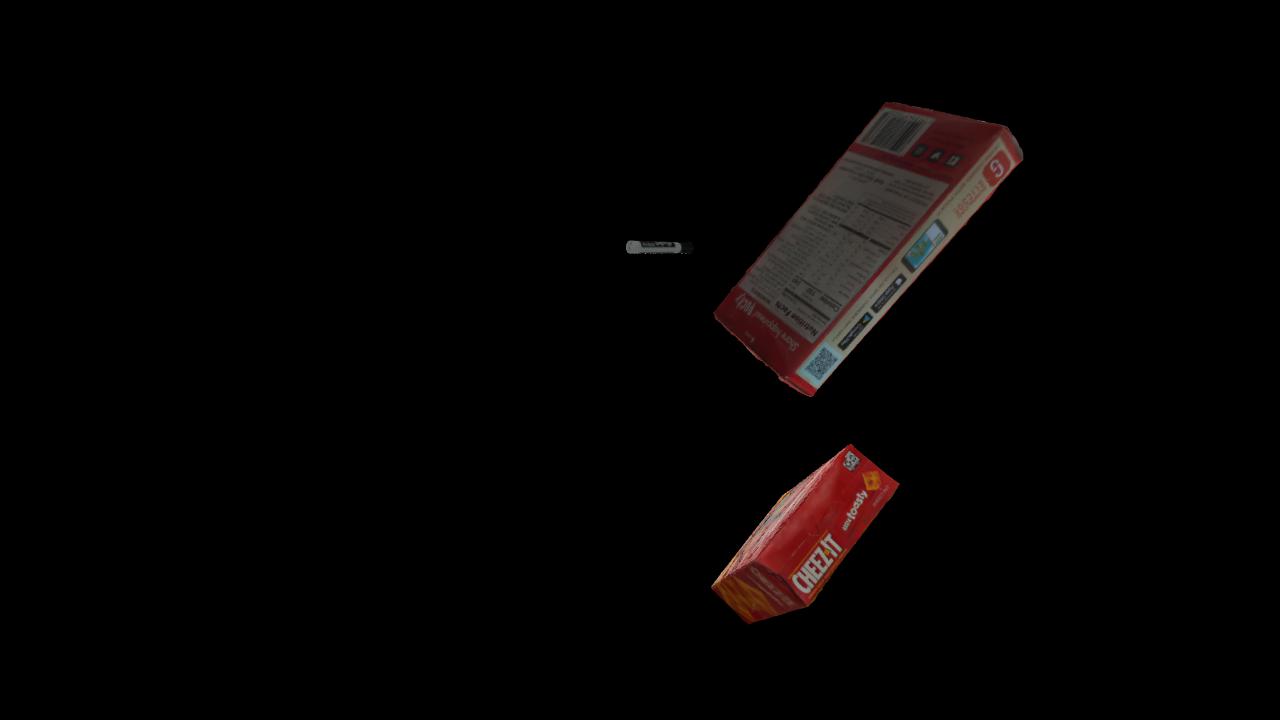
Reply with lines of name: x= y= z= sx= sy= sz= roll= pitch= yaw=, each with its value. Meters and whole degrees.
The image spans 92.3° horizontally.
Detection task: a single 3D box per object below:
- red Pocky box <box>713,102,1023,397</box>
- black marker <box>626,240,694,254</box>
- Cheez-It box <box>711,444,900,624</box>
red Pocky box: x=0.113 y=-0.062 z=0.331 sx=0.028 sy=0.155 sz=0.083 roll=32 pitch=13 yaw=-36
black marker: x=0.033 y=-0.166 z=0.909 sx=0.121 sy=0.020 sz=0.020 roll=-7 pitch=4 yaw=-38
Cheez-It box: x=0.173 y=0.201 z=0.688 sx=0.166 sy=0.071 sz=0.223 roll=-43 pitch=-15 yaw=-23
